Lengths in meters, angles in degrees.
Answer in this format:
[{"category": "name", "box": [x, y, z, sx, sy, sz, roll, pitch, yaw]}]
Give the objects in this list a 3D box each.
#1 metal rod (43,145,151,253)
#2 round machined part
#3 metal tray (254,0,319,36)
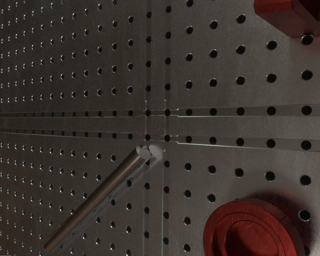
[{"category": "metal rod", "box": [-0.113, 0.126, 0.499, 0.299, 0.025, 0.025, -46, 63, 30]}, {"category": "round machined part", "box": [0.097, 0.120, 0.317, 0.098, 0.042, 0.097, 0, 90, 39]}, {"category": "metal tray", "box": [0.120, -0.154, 0.267, 0.030, 0.091, 0.129, 9, 96, 39]}]
